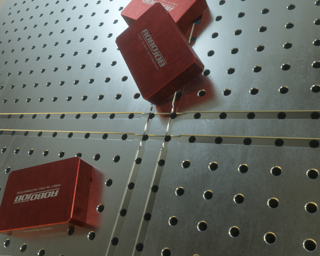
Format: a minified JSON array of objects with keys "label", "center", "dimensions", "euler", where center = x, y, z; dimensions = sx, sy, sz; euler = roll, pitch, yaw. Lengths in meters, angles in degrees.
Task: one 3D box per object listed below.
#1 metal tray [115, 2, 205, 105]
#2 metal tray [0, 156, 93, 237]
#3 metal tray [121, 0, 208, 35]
[{"label":"metal tray","center":[-0.005,-0.109,0.452],"dimensions":[0.090,0.030,0.130],"euler":[-36,60,17]},{"label":"metal tray","center":[-0.161,0.096,0.432],"dimensions":[0.130,0.030,0.090],"euler":[-13,56,20]},{"label":"metal tray","center":[0.004,-0.201,0.527],"dimensions":[0.130,0.030,0.090],"euler":[34,81,38]}]
